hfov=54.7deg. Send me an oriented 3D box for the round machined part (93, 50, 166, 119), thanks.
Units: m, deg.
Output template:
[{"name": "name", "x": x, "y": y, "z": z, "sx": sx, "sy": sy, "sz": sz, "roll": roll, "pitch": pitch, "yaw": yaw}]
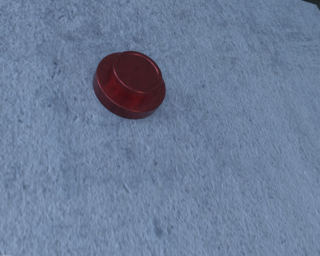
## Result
[{"name": "round machined part", "x": -0.036, "y": -0.064, "z": 0.414, "sx": 0.099, "sy": 0.042, "sz": 0.098, "roll": 14, "pitch": 56, "yaw": -21}]
